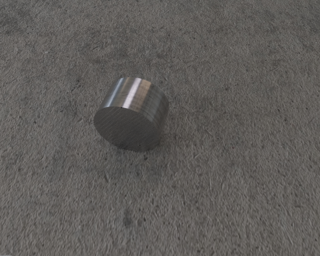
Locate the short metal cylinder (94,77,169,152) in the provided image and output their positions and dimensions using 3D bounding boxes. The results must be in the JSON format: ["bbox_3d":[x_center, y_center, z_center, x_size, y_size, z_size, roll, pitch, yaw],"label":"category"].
[{"bbox_3d":[-0.034,-0.015,0.381,0.080,0.080,0.050,11,51,9],"label":"short metal cylinder"}]
